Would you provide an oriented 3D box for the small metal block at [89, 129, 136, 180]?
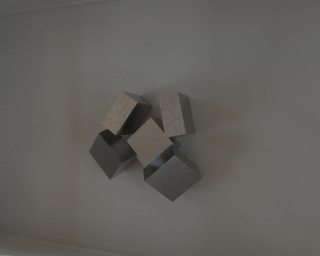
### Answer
[{"bbox_3d":[-0.065,0.034,0.418,0.050,0.025,0.050,51,138,12],"label":"small metal block"}]

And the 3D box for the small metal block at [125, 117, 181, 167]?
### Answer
[{"bbox_3d":[-0.009,0.021,0.410,0.050,0.025,0.050,-44,77,14],"label":"small metal block"}]

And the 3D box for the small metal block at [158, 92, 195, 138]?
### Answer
[{"bbox_3d":[0.022,-0.015,0.386,0.025,0.050,0.050,-12,86,18],"label":"small metal block"}]

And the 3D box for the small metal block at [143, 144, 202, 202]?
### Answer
[{"bbox_3d":[0.015,0.057,0.389,0.050,0.025,0.050,-43,114,14],"label":"small metal block"}]

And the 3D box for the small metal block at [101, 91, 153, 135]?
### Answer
[{"bbox_3d":[-0.042,-0.018,0.409,0.025,0.050,0.050,38,102,16],"label":"small metal block"}]
